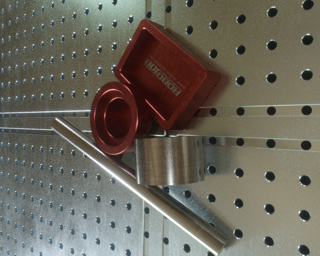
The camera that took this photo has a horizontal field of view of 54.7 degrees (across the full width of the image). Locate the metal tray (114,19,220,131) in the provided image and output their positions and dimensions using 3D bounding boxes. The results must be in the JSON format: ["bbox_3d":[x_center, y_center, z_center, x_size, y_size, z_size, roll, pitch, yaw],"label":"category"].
[{"bbox_3d":[0.003,-0.069,0.401,0.130,0.030,0.089,48,118,29],"label":"metal tray"}]

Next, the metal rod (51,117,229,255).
[{"bbox_3d":[-0.043,0.064,0.416,0.300,0.025,0.025,32,110,26],"label":"metal rod"}]

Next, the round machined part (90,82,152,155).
[{"bbox_3d":[-0.050,-0.013,0.427,0.098,0.042,0.097,0,90,41],"label":"round machined part"}]

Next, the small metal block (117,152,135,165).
[{"bbox_3d":[-0.066,0.038,0.461,0.050,0.025,0.050,35,111,34],"label":"small metal block"}]

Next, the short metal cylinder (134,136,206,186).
[{"bbox_3d":[0.011,0.036,0.361,0.080,0.081,0.050,-5,87,39],"label":"short metal cylinder"}]
